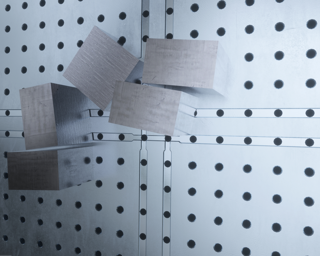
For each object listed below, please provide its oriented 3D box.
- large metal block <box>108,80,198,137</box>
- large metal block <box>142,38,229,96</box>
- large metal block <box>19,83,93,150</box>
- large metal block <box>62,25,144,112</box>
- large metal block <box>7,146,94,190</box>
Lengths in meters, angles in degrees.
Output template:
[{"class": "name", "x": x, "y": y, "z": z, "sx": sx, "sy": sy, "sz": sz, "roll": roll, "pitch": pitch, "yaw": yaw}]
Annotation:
[{"class": "large metal block", "x": -0.005, "y": -0.023, "z": 0.384, "sx": 0.080, "sy": 0.080, "sz": 0.050, "roll": 12, "pitch": 94, "yaw": 19}, {"class": "large metal block", "x": 0.034, "y": -0.071, "z": 0.371, "sx": 0.080, "sy": 0.080, "sz": 0.050, "roll": 8, "pitch": 93, "yaw": 19}, {"class": "large metal block", "x": -0.142, "y": -0.014, "z": 0.432, "sx": 0.050, "sy": 0.080, "sz": 0.080, "roll": -8, "pitch": 87, "yaw": 19}, {"class": "large metal block", "x": -0.070, "y": -0.078, "z": 0.423, "sx": 0.080, "sy": 0.050, "sz": 0.080, "roll": 40, "pitch": 102, "yaw": 15}, {"class": "large metal block", "x": -0.150, "y": 0.055, "z": 0.435, "sx": 0.080, "sy": 0.080, "sz": 0.050, "roll": -3, "pitch": 89, "yaw": 19}]
